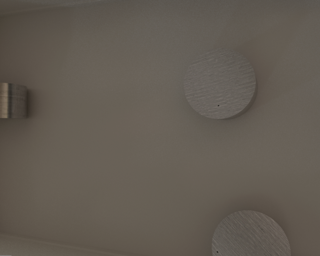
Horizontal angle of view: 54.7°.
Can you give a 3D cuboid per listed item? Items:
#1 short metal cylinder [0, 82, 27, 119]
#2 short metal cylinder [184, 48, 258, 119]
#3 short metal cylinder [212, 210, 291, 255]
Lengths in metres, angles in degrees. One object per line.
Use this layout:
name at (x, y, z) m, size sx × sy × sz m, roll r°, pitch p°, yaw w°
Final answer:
short metal cylinder at (-0.245, -0.040, 0.468) m, size 0.080 × 0.080 × 0.050 m, roll 1°, pitch 91°, yaw 20°
short metal cylinder at (0.074, -0.050, 0.371) m, size 0.080 × 0.050 × 0.080 m, roll 0°, pitch 90°, yaw 20°
short metal cylinder at (0.103, 0.135, 0.350) m, size 0.080 × 0.050 × 0.080 m, roll -5°, pitch 72°, yaw 17°
